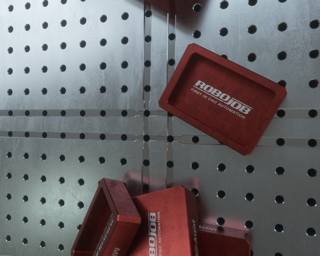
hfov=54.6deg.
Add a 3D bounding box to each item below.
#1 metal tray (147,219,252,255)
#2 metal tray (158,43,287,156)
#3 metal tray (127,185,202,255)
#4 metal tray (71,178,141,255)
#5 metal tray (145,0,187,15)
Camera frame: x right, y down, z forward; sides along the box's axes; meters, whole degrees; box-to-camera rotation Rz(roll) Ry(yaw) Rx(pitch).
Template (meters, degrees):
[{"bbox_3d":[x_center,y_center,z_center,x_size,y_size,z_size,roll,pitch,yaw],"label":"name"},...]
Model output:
[{"bbox_3d":[0.046,0.169,0.394,0.130,0.030,0.090,5,92,20],"label":"metal tray"},{"bbox_3d":[0.074,-0.036,0.383,0.130,0.030,0.090,31,100,17],"label":"metal tray"},{"bbox_3d":[0.002,0.143,0.374,0.090,0.030,0.130,-19,54,24],"label":"metal tray"},{"bbox_3d":[-0.075,0.143,0.404,0.129,0.030,0.090,-65,30,13],"label":"metal tray"},{"bbox_3d":[-0.009,-0.212,0.395,0.130,0.030,0.090,34,78,16],"label":"metal tray"}]
